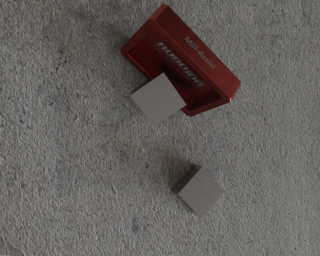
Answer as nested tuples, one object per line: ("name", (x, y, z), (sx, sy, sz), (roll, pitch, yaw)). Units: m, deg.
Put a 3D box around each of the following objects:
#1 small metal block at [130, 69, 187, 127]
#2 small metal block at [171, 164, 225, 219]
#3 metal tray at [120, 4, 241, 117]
("small metal block", (-0.002, -0.039, 0.396), (0.050, 0.025, 0.050), (-34, 108, 10))
("small metal block", (0.053, 0.087, 0.429), (0.050, 0.025, 0.050), (-46, 104, -14))
("metal tray", (0.023, -0.075, 0.380), (0.130, 0.090, 0.030), (42, 62, -16))
